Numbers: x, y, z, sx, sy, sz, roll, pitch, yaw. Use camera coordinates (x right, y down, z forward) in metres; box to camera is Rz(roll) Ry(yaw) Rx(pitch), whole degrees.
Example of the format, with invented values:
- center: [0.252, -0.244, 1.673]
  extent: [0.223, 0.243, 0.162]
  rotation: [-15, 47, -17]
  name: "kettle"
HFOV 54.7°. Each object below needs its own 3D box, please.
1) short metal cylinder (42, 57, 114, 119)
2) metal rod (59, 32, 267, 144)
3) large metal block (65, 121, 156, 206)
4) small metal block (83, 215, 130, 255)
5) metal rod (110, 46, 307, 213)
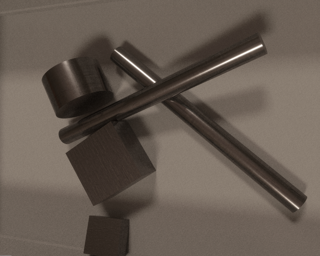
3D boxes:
- center: [-0.110, -0.053, 0.419]
  extent: [0.080, 0.080, 0.050]
  rotation: [-28, 81, 17]
  name: "short metal cylinder"
- center: [-0.017, -0.038, 0.390]
  extent: [0.300, 0.025, 0.025]
  rotation: [-22, 83, 27]
  name: "metal rod"
- center: [-0.066, 0.046, 0.419]
  extent: [0.080, 0.050, 0.080]
  rotation: [-34, 80, 16]
  name: "large metal block"
- center: [-0.073, 0.150, 0.428]
  extent: [0.050, 0.025, 0.050]
  rotation: [1, 74, 19]
  name: "small metal block"
- center: [0.050, -0.008, 0.392]
  extent: [0.300, 0.025, 0.025]
  rotation: [41, 103, 15]
  name: "metal rod"
